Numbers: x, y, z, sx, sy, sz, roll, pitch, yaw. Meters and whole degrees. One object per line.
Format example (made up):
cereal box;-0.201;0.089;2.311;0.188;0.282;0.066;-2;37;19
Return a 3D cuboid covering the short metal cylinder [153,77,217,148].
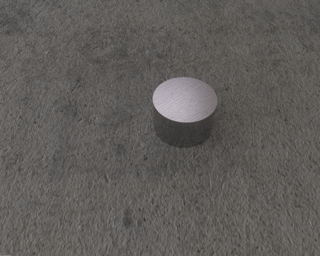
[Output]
short metal cylinder;0.031;-0.021;0.405;0.080;0.050;0.080;0;50;0
